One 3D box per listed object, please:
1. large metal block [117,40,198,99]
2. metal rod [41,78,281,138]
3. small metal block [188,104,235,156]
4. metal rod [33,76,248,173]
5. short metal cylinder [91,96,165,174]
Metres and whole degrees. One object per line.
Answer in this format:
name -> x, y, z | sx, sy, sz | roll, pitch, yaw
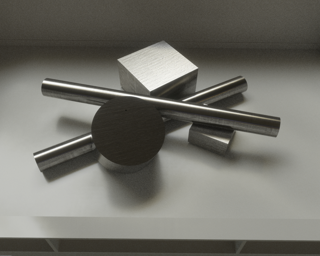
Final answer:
large metal block -> -0.004, -0.073, 0.448 | 0.081, 0.050, 0.080 | -29, 56, -23
metal rod -> -0.005, -0.028, 0.394 | 0.301, 0.025, 0.025 | 10, 51, 8
small metal block -> 0.070, 0.001, 0.401 | 0.050, 0.025, 0.050 | 21, 53, 16
metal rod -> -0.012, -0.012, 0.413 | 0.302, 0.025, 0.025 | -22, 54, -18
short metal cylinder -> -0.039, 0.009, 0.360 | 0.081, 0.050, 0.080 | 4, 71, -11
